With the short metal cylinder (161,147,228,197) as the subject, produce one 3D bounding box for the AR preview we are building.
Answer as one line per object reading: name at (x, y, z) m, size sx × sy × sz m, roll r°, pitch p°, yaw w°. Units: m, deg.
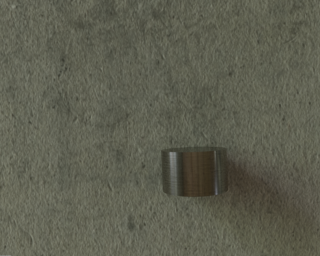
short metal cylinder at (0.042, 0.051, 0.383) m, size 0.081 × 0.080 × 0.050 m, roll -2°, pitch 90°, yaw -1°
